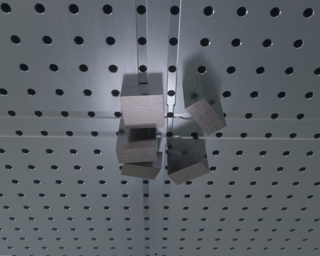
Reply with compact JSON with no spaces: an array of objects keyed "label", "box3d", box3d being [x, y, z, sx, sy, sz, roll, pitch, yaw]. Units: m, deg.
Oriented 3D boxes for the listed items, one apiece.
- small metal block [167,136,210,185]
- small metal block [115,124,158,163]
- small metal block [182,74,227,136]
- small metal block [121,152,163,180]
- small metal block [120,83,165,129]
[{"label":"small metal block","box3d":[0.038,0.045,0.434,0.050,0.050,0.025,-25,126,20]},{"label":"small metal block","box3d":[-0.029,0.019,0.411,0.050,0.050,0.025,-4,130,3]},{"label":"small metal block","box3d":[0.053,-0.028,0.372,0.025,0.050,0.050,-30,124,23]},{"label":"small metal block","box3d":[-0.027,0.051,0.444,0.050,0.025,0.050,10,152,-8]},{"label":"small metal block","box3d":[-0.021,-0.027,0.388,0.050,0.025,0.050,-2,130,2]}]
